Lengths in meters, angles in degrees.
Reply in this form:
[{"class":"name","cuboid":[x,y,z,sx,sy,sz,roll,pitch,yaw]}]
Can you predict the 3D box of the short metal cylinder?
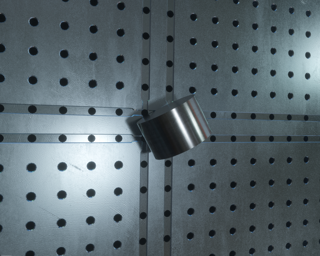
[{"class":"short metal cylinder","cuboid":[0.018,-0.002,0.389,0.080,0.080,0.050,-30,99,-18]}]
